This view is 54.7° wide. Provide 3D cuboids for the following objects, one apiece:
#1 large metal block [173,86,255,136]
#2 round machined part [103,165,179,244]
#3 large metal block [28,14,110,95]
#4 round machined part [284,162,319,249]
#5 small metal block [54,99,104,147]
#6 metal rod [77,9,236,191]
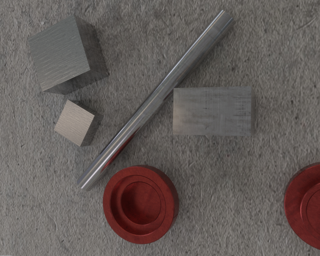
[{"bbox_3d":[0.066,-0.017,0.356,0.080,0.080,0.050,1,91,20],"label":"large metal block"},{"bbox_3d":[-0.021,0.097,0.407,0.098,0.042,0.097,0,90,20],"label":"round machined part"},{"bbox_3d":[-0.130,-0.100,0.441,0.080,0.050,0.080,-20,84,19],"label":"large metal block"},{"bbox_3d":[0.187,0.087,0.334,0.098,0.042,0.097,0,90,20],"label":"round machined part"},{"bbox_3d":[-0.118,-0.007,0.451,0.050,0.025,0.050,30,100,17],"label":"small metal block"},{"bbox_3d":[-0.013,-0.027,0.413,0.025,0.025,0.299,45,104,14],"label":"metal rod"}]
